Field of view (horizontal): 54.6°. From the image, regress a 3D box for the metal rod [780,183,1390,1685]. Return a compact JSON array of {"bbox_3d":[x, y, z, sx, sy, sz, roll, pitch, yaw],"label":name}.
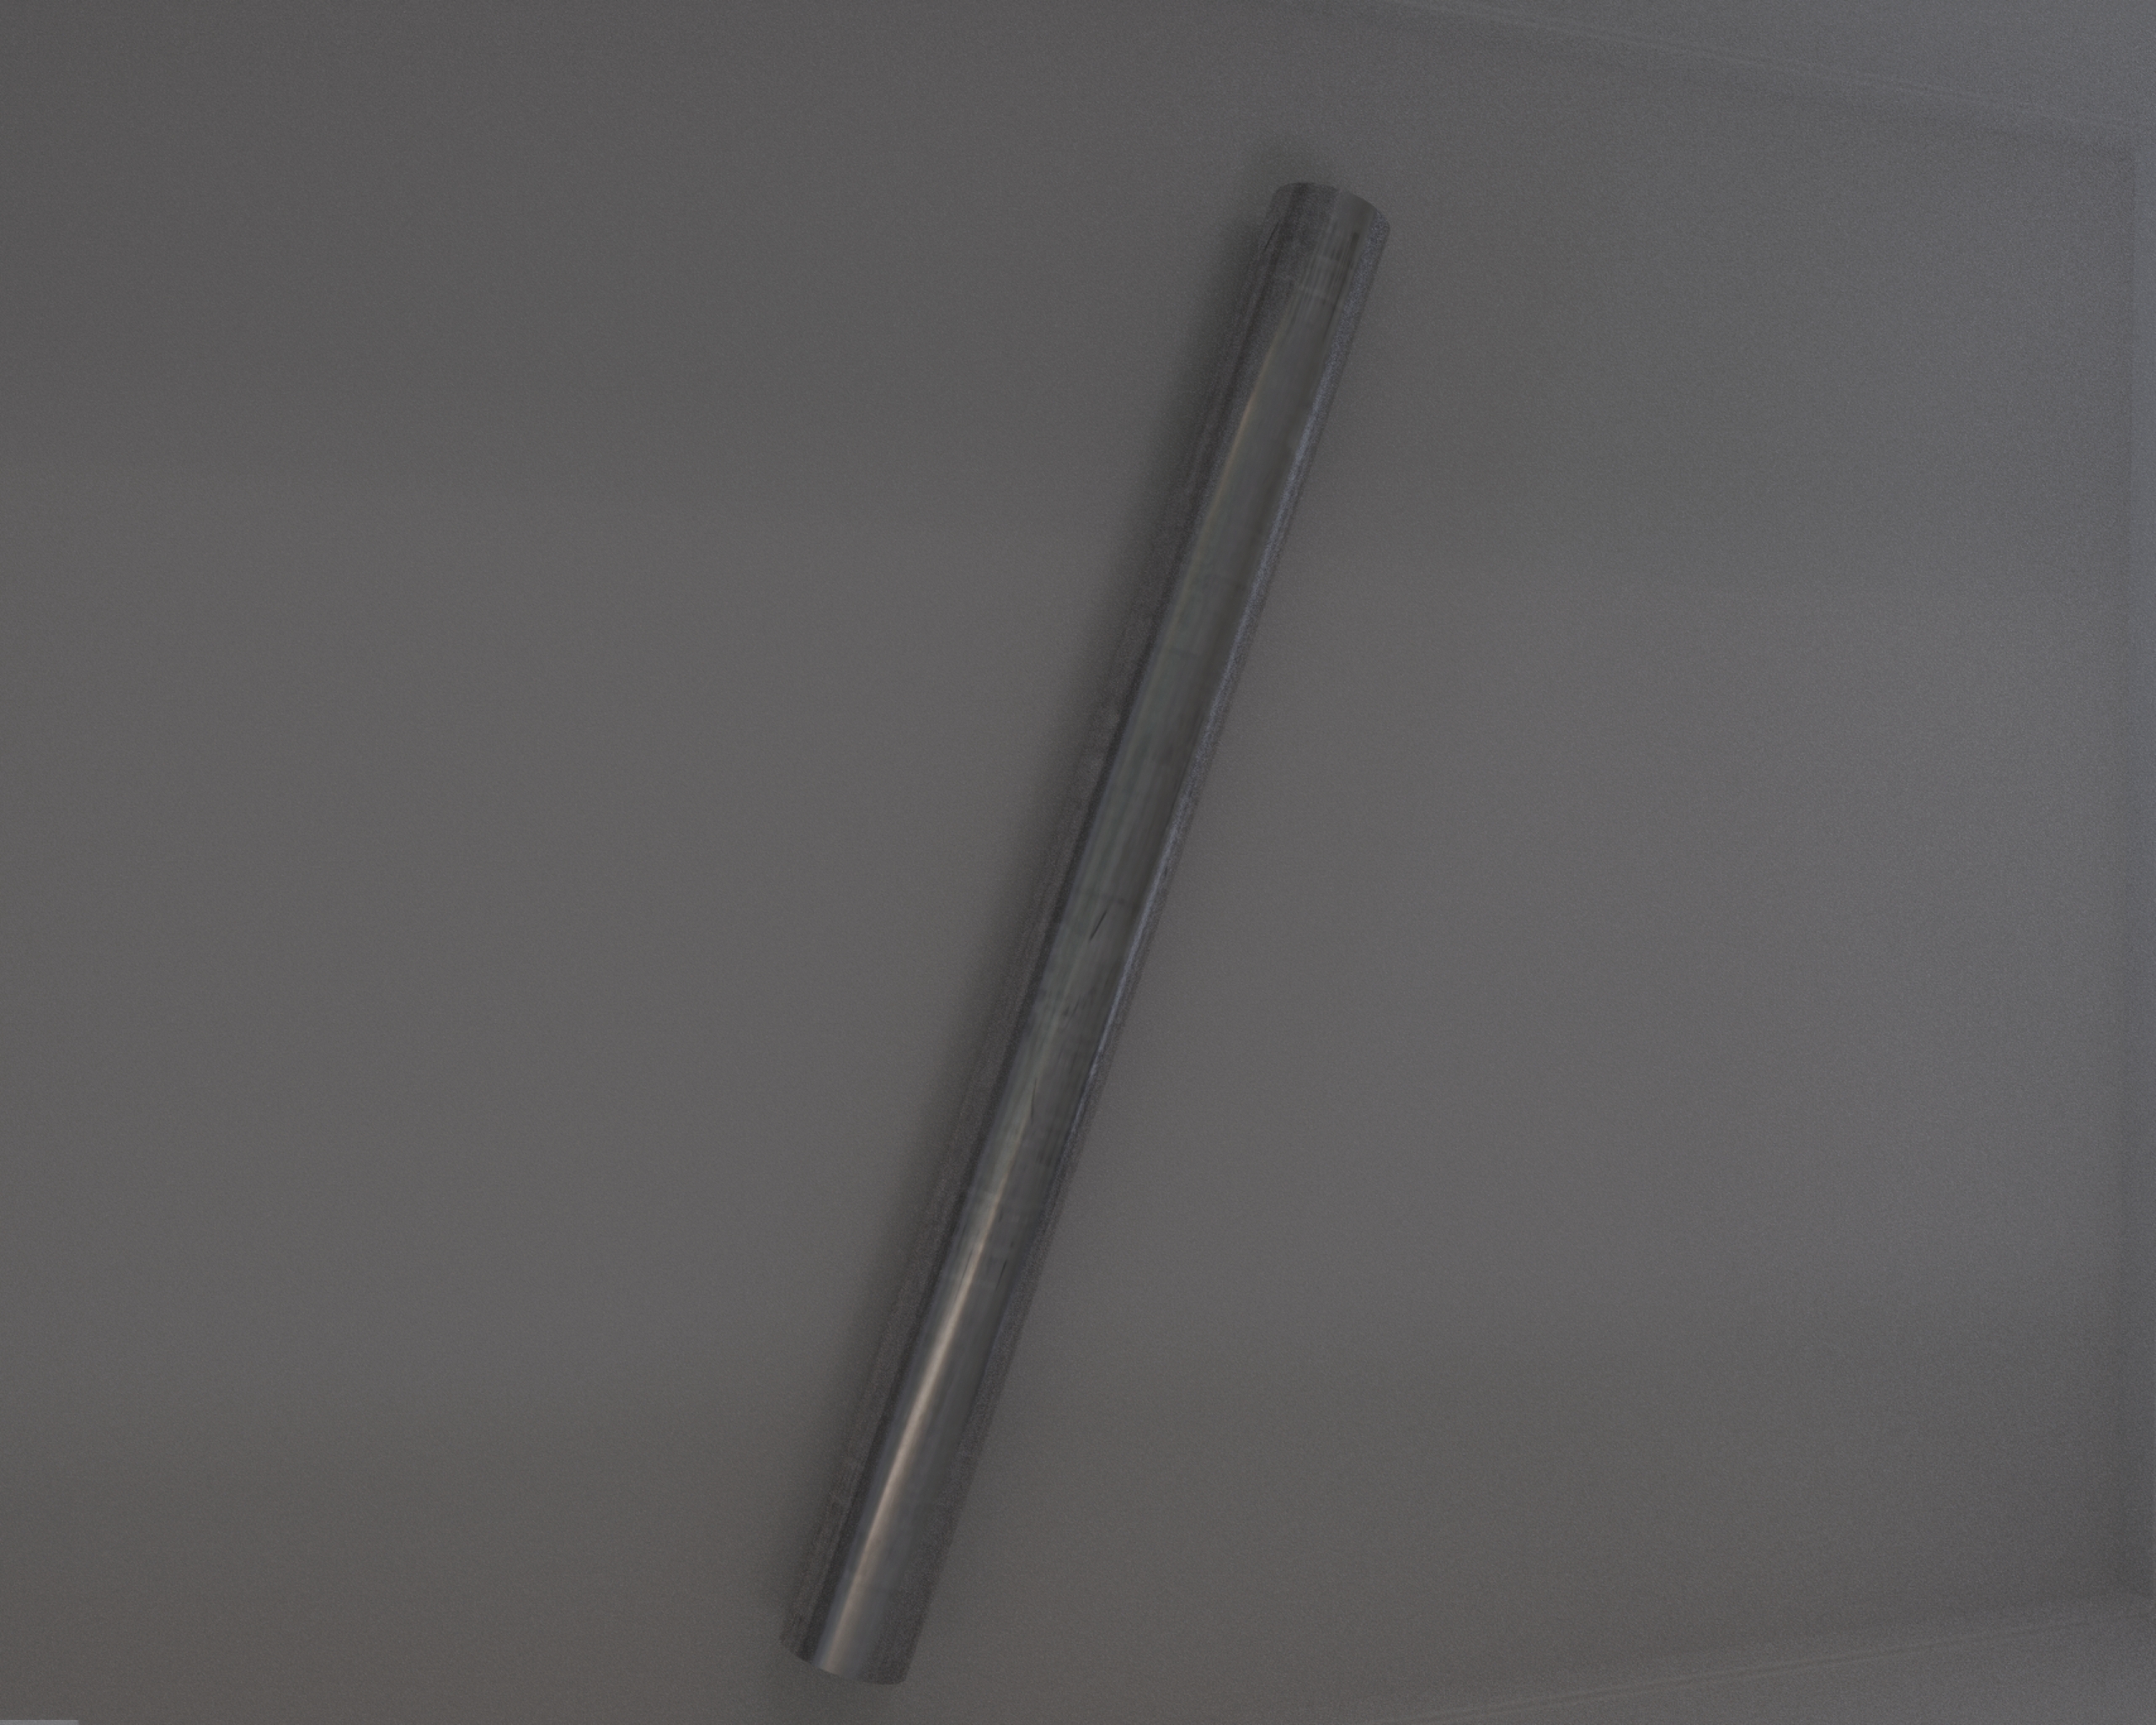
[{"bbox_3d":[0.004,0.008,0.409,0.025,0.025,0.299,21,83,-19],"label":"metal rod"}]
